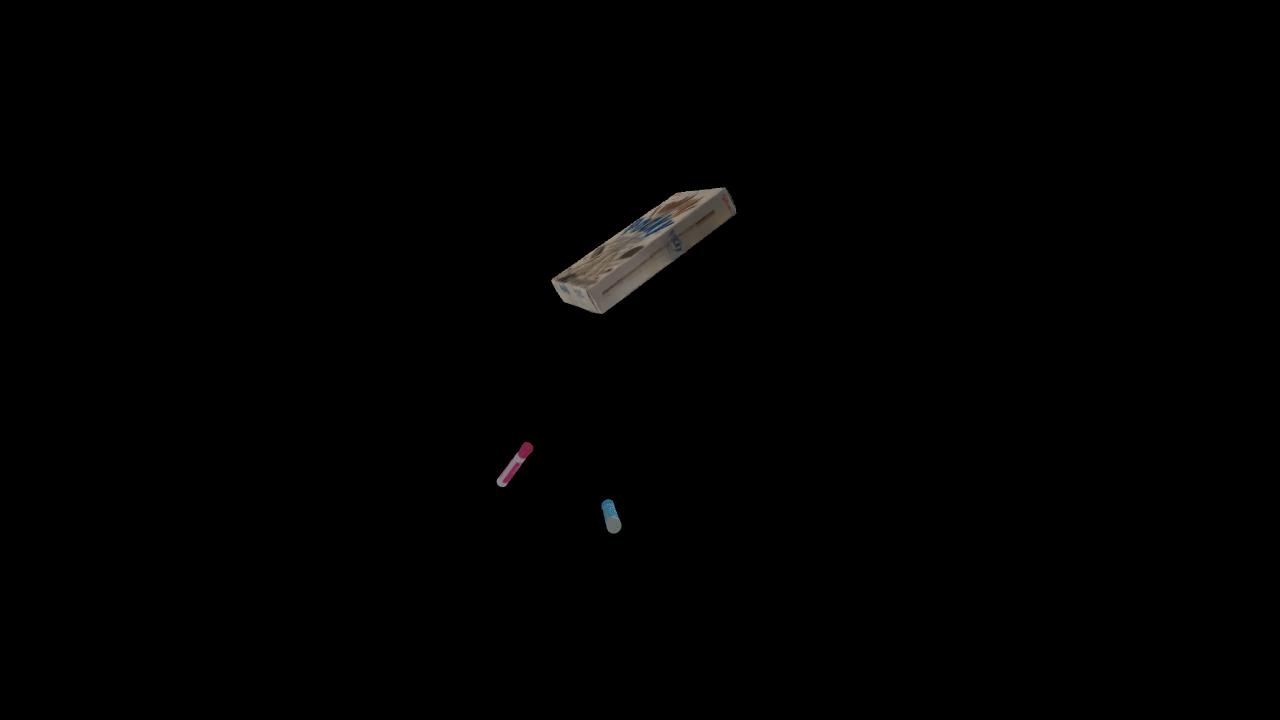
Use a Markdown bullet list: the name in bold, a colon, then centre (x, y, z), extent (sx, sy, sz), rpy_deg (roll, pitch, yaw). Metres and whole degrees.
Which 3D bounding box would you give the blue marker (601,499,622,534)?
- **blue marker**: centre (-0.039, 0.206, 0.819), extent (0.020, 0.020, 0.121), rpy_deg (0, -1, -7)

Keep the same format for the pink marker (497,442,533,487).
- **pink marker**: centre (-0.201, 0.168, 0.990), extent (0.020, 0.020, 0.121), rpy_deg (0, -37, -38)

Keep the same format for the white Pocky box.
- **white Pocky box**: centre (0.002, -0.097, 0.534), extent (0.154, 0.028, 0.084), rpy_deg (-38, 26, -16)
